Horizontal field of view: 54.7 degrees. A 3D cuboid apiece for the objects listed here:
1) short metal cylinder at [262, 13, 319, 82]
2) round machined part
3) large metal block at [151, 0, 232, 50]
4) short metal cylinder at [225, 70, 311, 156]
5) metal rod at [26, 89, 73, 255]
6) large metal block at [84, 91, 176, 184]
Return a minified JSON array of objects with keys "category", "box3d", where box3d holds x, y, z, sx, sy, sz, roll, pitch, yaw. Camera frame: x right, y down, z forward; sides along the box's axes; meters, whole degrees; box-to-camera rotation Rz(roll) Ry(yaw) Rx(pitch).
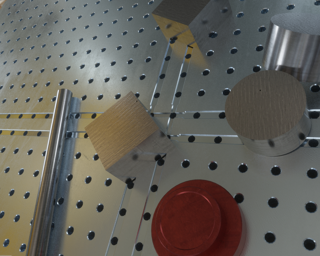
[{"category":"short metal cylinder","box3d":[0.159,-0.091,0.342,0.081,0.050,0.080,1,35,0]},{"category":"round machined part","box3d":[0.035,0.099,0.318,0.098,0.042,0.098,-13,56,21]},{"category":"large metal block","box3d":[0.049,-0.177,0.475,0.080,0.050,0.080,34,81,38]},{"category":"short metal cylinder","box3d":[0.117,-0.015,0.335,0.080,0.050,0.080,-13,60,25]},{"category":"metal rod","box3d":[-0.159,0.067,0.450,0.025,0.025,0.299,-15,56,20]},{"category":"large metal block","box3d":[-0.040,0.012,0.406,0.080,0.050,0.080,-38,51,2]}]
